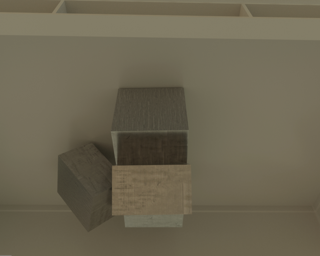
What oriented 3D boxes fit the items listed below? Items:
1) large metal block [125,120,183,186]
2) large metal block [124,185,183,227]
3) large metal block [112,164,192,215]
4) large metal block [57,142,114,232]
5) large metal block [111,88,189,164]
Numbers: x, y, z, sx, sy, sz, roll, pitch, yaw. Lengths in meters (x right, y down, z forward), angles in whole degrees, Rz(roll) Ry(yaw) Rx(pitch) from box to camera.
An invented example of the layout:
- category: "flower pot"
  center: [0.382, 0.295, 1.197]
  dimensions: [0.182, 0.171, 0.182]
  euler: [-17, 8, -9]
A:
- category: "large metal block"
  center: [-0.010, 0.034, 0.422]
  dimensions: [0.081, 0.050, 0.079]
  euler: [-1, 130, 0]
- category: "large metal block"
  center: [-0.009, 0.095, 0.451]
  dimensions: [0.081, 0.080, 0.050]
  euler: [0, 130, -1]
- category: "large metal block"
  center: [-0.008, 0.066, 0.353]
  dimensions: [0.081, 0.080, 0.050]
  euler: [-1, 85, 0]
- category: "large metal block"
  center: [-0.097, 0.080, 0.427]
  dimensions: [0.050, 0.080, 0.079]
  euler: [-25, 144, -39]
- category: "large metal block"
  center: [-0.010, -0.004, 0.366]
  dimensions: [0.081, 0.080, 0.050]
  euler: [-1, 130, 0]
